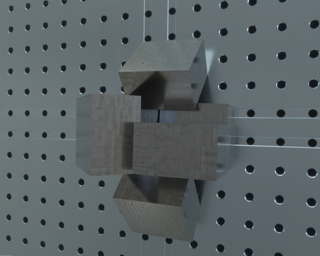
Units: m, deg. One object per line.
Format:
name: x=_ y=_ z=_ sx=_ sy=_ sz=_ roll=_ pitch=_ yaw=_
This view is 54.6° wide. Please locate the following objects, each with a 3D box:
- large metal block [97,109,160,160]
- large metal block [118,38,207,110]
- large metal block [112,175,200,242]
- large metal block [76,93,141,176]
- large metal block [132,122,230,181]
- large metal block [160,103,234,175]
large metal block: x=-0.035 y=0.006 z=0.412 sx=0.080 sy=0.050 sz=0.080 roll=7 pitch=93 yaw=20
large metal block: x=0.008 y=-0.066 z=0.373 sx=0.080 sy=0.080 sz=0.050 roll=2 pitch=129 yaw=20
large metal block: x=0.000 y=0.091 z=0.378 sx=0.080 sy=0.050 sz=0.080 roll=2 pitch=136 yaw=20
large metal block: x=-0.060 y=0.006 z=0.343 sx=0.050 sy=0.080 sz=0.080 roll=1 pitch=91 yaw=-25
large metal block: x=0.026 y=0.020 z=0.321 sx=0.080 sy=0.080 sz=0.050 roll=2 pitch=91 yaw=20
large metal block: x=0.045 y=0.011 z=0.383 sx=0.080 sy=0.050 sz=0.080 roll=3 pitch=91 yaw=20
